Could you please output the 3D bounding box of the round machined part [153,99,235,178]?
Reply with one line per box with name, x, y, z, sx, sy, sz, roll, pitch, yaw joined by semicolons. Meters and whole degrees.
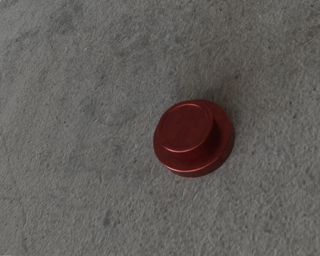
round machined part;0.036;0.006;0.370;0.098;0.042;0.098;-13;56;20
